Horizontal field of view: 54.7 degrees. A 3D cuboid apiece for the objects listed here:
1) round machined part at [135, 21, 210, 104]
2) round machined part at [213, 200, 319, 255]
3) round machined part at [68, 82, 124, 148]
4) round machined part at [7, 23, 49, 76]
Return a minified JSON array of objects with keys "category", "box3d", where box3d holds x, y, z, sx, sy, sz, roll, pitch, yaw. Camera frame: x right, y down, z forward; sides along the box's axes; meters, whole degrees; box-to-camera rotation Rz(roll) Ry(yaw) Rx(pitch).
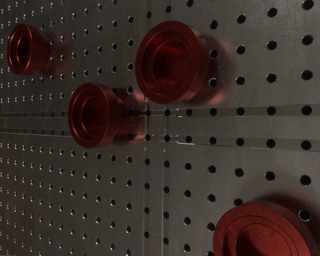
[{"category":"round machined part","box3d":[0.019,-0.077,0.381,0.098,0.042,0.097,0,90,39]},{"category":"round machined part","box3d":[0.107,0.121,0.310,0.098,0.042,0.097,0,90,39]},{"category":"round machined part","box3d":[-0.094,-0.019,0.473,0.098,0.042,0.097,0,90,39]},{"category":"round machined part","box3d":[-0.255,-0.150,0.605,0.098,0.042,0.097,0,90,39]}]
